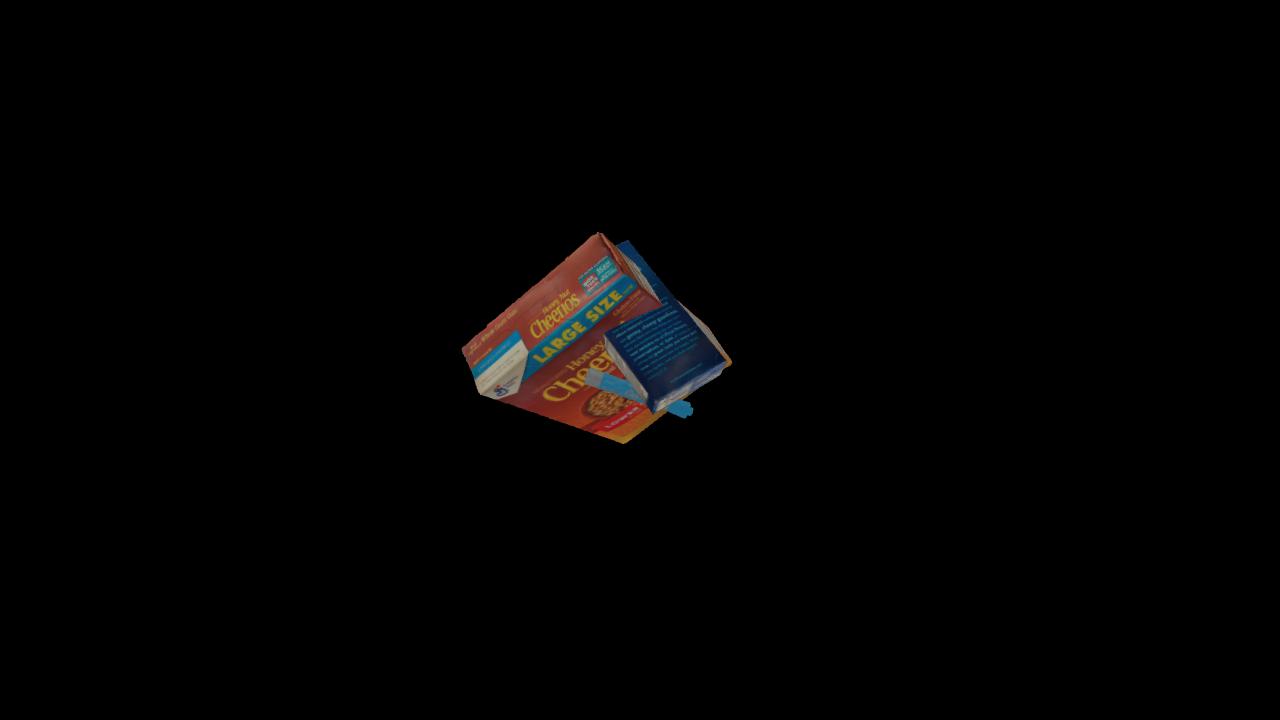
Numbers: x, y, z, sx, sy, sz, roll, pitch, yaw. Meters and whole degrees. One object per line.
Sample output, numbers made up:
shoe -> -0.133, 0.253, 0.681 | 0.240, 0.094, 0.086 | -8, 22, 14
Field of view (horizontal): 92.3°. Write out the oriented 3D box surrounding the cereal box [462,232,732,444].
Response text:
cereal box -> -0.034, -0.004, 0.751 | 0.203, 0.081, 0.306 | -38, -30, 13

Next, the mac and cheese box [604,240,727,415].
mac and cheese box -> 0.000, -0.039, 0.665 | 0.093, 0.184, 0.041 | -30, -21, -18

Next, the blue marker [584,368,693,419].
blue marker -> 0.000, 0.037, 0.655 | 0.121, 0.020, 0.020 | 20, -4, -11
